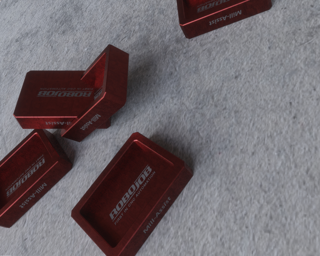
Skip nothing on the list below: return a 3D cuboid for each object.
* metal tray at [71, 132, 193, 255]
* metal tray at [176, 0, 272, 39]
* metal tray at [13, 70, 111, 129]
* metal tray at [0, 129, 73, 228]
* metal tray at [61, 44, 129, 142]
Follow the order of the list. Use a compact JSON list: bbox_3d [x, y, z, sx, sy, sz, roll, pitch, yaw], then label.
[{"bbox_3d":[-0.034,0.078,0.369,0.090,0.030,0.130,30,78,37],"label":"metal tray"},{"bbox_3d":[0.092,-0.197,0.471,0.130,0.030,0.090,-16,55,18],"label":"metal tray"},{"bbox_3d":[-0.138,-0.044,0.462,0.131,0.030,0.090,0,55,-1],"label":"metal tray"},{"bbox_3d":[-0.202,0.070,0.461,0.130,0.030,0.090,-44,51,-3],"label":"metal tray"},{"bbox_3d":[-0.094,-0.046,0.440,0.130,0.030,0.090,-33,46,41],"label":"metal tray"}]
